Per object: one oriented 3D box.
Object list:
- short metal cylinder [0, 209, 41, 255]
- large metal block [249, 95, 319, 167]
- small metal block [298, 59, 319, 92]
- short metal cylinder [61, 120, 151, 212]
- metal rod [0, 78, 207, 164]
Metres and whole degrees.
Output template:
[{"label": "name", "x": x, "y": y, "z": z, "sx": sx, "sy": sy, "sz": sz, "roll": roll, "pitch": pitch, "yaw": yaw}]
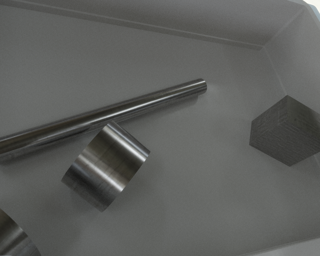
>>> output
[{"label": "short metal cylinder", "x": -0.140, "y": 0.095, "z": 0.237, "sx": 0.080, "sy": 0.080, "sz": 0.050, "roll": 43, "pitch": 51, "yaw": 1}, {"label": "large metal block", "x": 0.197, "y": 0.007, "z": 0.475, "sx": 0.080, "sy": 0.080, "sz": 0.050, "roll": 28, "pitch": 52, "yaw": -12}, {"label": "small metal block", "x": 0.322, "y": -0.110, "z": 0.653, "sx": 0.050, "sy": 0.025, "sz": 0.050, "roll": 21, "pitch": 54, "yaw": -16}, {"label": "short metal cylinder", "x": -0.054, "y": 0.039, "z": 0.319, "sx": 0.050, "sy": 0.080, "sz": 0.080, "roll": 39, "pitch": 51, "yaw": -3}, {"label": "metal rod", "x": -0.050, "y": -0.020, "z": 0.392, "sx": 0.302, "sy": 0.025, "sz": 0.025, "roll": -21, "pitch": 74, "yaw": -36}]
